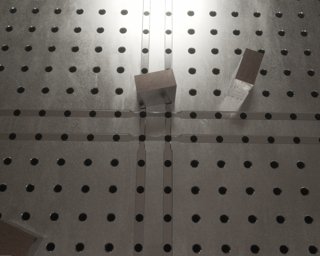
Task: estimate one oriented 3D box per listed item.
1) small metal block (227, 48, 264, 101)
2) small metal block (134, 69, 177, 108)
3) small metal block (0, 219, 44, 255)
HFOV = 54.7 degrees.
[{"bbox_3d":[0.117,-0.072,0.426,0.025,0.050,0.050,21,71,7],"label":"small metal block"},{"bbox_3d":[-0.006,-0.052,0.418,0.050,0.050,0.025,-11,71,-5],"label":"small metal block"},{"bbox_3d":[-0.174,0.140,0.358,0.050,0.025,0.050,23,71,7],"label":"small metal block"}]
